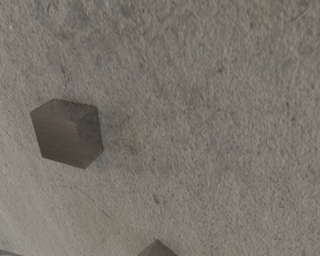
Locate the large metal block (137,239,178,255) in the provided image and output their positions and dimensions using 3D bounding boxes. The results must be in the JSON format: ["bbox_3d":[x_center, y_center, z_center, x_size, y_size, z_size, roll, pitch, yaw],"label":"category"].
[{"bbox_3d":[-0.021,0.254,0.538,0.050,0.080,0.080,39,129,2],"label":"large metal block"}]

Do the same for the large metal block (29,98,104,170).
[{"bbox_3d":[-0.137,0.007,0.465,0.080,0.050,0.079,12,123,21],"label":"large metal block"}]
